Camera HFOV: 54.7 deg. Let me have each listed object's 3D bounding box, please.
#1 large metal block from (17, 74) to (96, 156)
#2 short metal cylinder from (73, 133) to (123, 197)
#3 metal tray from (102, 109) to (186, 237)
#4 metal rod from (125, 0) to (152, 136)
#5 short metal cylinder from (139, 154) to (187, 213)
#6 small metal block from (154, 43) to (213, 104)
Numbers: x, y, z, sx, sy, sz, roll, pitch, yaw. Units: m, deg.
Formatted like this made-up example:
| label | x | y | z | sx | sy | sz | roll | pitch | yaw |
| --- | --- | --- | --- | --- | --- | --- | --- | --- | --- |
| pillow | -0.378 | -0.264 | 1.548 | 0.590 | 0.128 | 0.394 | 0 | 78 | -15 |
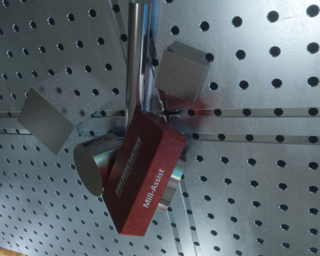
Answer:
| label | x | y | z | sx | sy | sz | roll | pitch | yaw |
| --- | --- | --- | --- | --- | --- | --- | --- | --- | --- |
| large metal block | -0.156 | -0.019 | 0.466 | 0.080 | 0.050 | 0.080 | 42 | 129 | -1 |
| short metal cylinder | -0.084 | 0.053 | 0.454 | 0.080 | 0.050 | 0.079 | 28 | 129 | 42 |
| metal tray | -0.025 | 0.051 | 0.376 | 0.030 | 0.090 | 0.129 | 18 | 102 | -29 |
| metal rod | -0.035 | -0.015 | 0.420 | 0.025 | 0.025 | 0.298 | 18 | 126 | 17 |
| short metal cylinder | -0.003 | 0.065 | 0.412 | 0.050 | 0.080 | 0.079 | 22 | 128 | 1 |
| small metal block | 0.026 | -0.063 | 0.358 | 0.050 | 0.025 | 0.050 | 25 | 128 | 12 |
